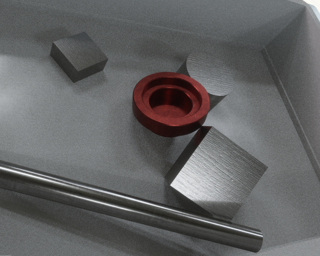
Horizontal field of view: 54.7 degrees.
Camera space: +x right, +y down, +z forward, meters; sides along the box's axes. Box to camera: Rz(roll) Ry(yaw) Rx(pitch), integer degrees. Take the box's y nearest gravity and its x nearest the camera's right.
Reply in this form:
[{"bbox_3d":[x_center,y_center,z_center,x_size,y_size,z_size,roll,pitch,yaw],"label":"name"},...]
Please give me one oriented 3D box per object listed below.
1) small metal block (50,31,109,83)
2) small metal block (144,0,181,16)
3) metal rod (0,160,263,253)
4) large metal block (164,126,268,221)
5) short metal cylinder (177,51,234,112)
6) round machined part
[{"bbox_3d":[-0.106,-0.094,0.407,0.050,0.025,0.050,49,51,6],"label":"small metal block"},{"bbox_3d":[0.002,-0.229,0.551,0.050,0.025,0.050,-10,67,-33],"label":"small metal block"},{"bbox_3d":[-0.036,0.080,0.314,0.302,0.025,0.025,17,55,-10],"label":"metal rod"},{"bbox_3d":[0.064,0.053,0.369,0.080,0.050,0.080,36,87,-6],"label":"large metal block"},{"bbox_3d":[0.063,-0.068,0.467,0.081,0.050,0.080,14,56,-21],"label":"short metal cylinder"},{"bbox_3d":[0.013,-0.026,0.406,0.099,0.042,0.098,4,49,-5],"label":"round machined part"}]
